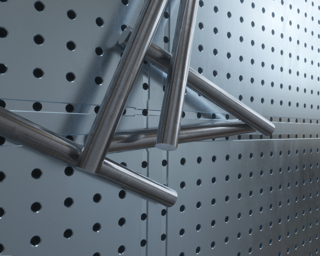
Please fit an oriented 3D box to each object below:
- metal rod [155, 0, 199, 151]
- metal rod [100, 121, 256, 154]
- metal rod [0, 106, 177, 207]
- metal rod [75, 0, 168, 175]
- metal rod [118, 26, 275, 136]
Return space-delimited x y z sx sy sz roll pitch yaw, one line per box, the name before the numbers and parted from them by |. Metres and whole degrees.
metal rod | 0.030 -0.115 0.401 0.025 0.025 0.299 27 62 -37
metal rod | 0.048 0.008 0.451 0.302 0.025 0.025 -5 94 -40
metal rod | -0.089 0.031 0.335 0.301 0.025 0.025 32 70 -36
metal rod | -0.026 -0.092 0.354 0.025 0.025 0.299 32 70 -36
metal rod | 0.072 -0.055 0.453 0.301 0.025 0.025 27 73 -32
